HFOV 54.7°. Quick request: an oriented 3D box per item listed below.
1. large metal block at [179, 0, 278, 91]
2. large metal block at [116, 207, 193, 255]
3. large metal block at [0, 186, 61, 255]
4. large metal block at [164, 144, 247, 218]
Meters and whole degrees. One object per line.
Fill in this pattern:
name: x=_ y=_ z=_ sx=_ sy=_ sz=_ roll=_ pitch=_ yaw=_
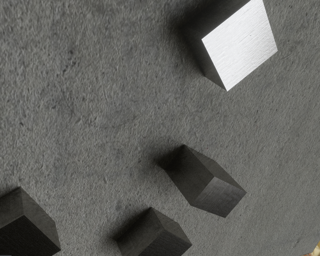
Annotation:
large metal block: x=0.083 y=-0.105 z=0.371 sx=0.080 sy=0.050 sz=0.080 roll=-39 pitch=129 yaw=-2
large metal block: x=-0.009 y=0.186 z=0.501 sx=0.080 sy=0.050 sz=0.080 roll=-45 pitch=129 yaw=3
large metal block: x=-0.180 y=0.131 z=0.373 sx=0.080 sy=0.050 sz=0.080 roll=-30 pitch=129 yaw=-9
large metal block: x=0.066 y=0.078 z=0.455 sx=0.080 sy=0.080 sz=0.050 roll=29 pitch=102 yaw=-38
